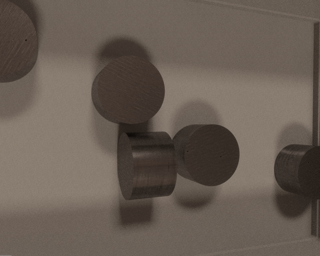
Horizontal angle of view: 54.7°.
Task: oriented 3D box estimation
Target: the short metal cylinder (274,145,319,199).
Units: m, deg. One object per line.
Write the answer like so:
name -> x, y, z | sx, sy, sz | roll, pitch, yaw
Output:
short metal cylinder -> 0.228, 0.066, 0.484 | 0.081, 0.050, 0.079 | 0, 90, -21

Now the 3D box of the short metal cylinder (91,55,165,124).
short metal cylinder -> -0.041, -0.045, 0.383 | 0.081, 0.050, 0.079 | 0, 90, -21

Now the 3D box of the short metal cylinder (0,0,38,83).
short metal cylinder -> -0.175, -0.092, 0.333 | 0.081, 0.050, 0.079 | 0, 90, -21

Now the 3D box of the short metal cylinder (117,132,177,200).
short metal cylinder -> -0.018, 0.045, 0.376 | 0.050, 0.080, 0.079 | -1, 91, -20

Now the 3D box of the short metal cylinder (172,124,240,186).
short metal cylinder -> 0.059, 0.035, 0.421 | 0.081, 0.050, 0.079 | 0, 90, -21
